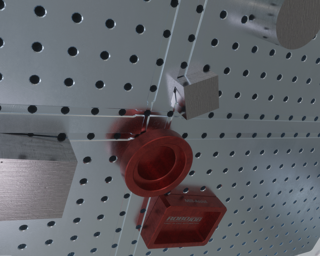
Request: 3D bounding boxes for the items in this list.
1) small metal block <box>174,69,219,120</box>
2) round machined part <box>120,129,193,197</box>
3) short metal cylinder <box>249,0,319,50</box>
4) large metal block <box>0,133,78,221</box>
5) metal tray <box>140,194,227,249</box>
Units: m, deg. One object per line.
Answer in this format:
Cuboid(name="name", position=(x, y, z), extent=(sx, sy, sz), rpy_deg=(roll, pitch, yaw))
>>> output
Cuboid(name="small metal block", position=(0.050, -0.045, 0.411), extent=(0.050, 0.025, 0.050), rpy_deg=(-21, 127, -16))
Cuboid(name="round machined part", position=(-0.008, 0.043, 0.423), extent=(0.099, 0.042, 0.097), rpy_deg=(-14, 124, -21))
Cuboid(name="short metal cylinder", position=(0.162, -0.146, 0.393), extent=(0.081, 0.050, 0.079), rpy_deg=(-14, 124, -21))
Cuboid(name="large metal block", position=(-0.147, 0.056, 0.349), extent=(0.081, 0.050, 0.079), rpy_deg=(7, 115, -32))
Cuboid(name="metal tray", position=(0.042, 0.160, 0.530), extent=(0.131, 0.030, 0.089), rpy_deg=(12, 112, -33))
